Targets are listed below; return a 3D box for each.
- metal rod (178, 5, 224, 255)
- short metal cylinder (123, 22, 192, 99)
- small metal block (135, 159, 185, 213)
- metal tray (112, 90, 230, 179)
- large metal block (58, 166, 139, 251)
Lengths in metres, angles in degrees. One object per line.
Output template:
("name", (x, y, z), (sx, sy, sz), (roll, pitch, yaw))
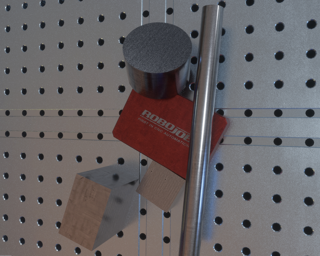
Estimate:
("metal rod", (0.048, 0.010, 0.362), (0.025, 0.025, 0.298), (6, 92, 19))
("short metal cylinder", (-0.002, -0.082, 0.380), (0.081, 0.050, 0.080), (-1, 60, 1))
("small metal block", (0.004, 0.075, 0.410), (0.050, 0.025, 0.050), (32, 100, 16))
("metal tray", (0.013, 0.000, 0.405), (0.130, 0.030, 0.090), (29, 99, 17))
("large metal block", (-0.078, 0.101, 0.410), (0.050, 0.080, 0.080), (20, 97, 18))
